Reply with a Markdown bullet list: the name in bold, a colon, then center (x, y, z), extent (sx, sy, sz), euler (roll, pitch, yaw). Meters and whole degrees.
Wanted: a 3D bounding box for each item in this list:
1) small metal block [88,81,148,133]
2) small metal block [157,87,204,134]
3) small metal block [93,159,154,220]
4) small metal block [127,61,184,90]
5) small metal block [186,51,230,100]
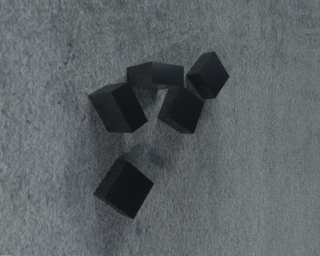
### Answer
- **small metal block**: center (-0.048, -0.022, 0.350), extent (0.025, 0.050, 0.050), euler (-39, 114, -33)
- **small metal block**: center (0.030, -0.025, 0.432), extent (0.050, 0.025, 0.050), euler (32, 70, -36)
- **small metal block**: center (-0.042, 0.073, 0.371), extent (0.050, 0.025, 0.050), euler (46, 62, -31)
- **small metal block**: center (-0.006, -0.064, 0.385), extent (0.050, 0.050, 0.025), euler (-1, 91, -40)
- **small metal block**: center (0.073, -0.079, 0.469), extent (0.050, 0.025, 0.050), euler (51, 60, -28)
